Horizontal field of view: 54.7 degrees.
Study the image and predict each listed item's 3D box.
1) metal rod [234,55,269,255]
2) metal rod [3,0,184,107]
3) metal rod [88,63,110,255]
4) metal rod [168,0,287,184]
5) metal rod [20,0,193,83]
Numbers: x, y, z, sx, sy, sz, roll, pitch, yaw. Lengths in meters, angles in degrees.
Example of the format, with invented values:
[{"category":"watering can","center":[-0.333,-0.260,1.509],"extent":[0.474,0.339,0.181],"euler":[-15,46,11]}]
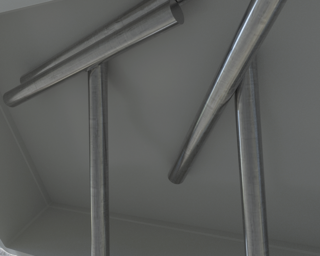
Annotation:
[{"category":"metal rod","center":[0.097,0.066,0.325],"extent":[0.025,0.025,0.298],"euler":[-3,94,29]},{"category":"metal rod","center":[-0.104,-0.078,0.384],"extent":[0.300,0.025,0.025],"euler":[-16,110,33]},{"category":"metal rod","center":[-0.082,0.063,0.416],"extent":[0.025,0.025,0.298],"euler":[3,97,26]},{"category":"metal rod","center":[0.057,-0.025,0.328],"extent":[0.025,0.025,0.298],"euler":[30,139,9]},{"category":"metal rod","center":[-0.081,-0.106,0.384],"extent":[0.300,0.025,0.025],"euler":[-17,110,34]}]
